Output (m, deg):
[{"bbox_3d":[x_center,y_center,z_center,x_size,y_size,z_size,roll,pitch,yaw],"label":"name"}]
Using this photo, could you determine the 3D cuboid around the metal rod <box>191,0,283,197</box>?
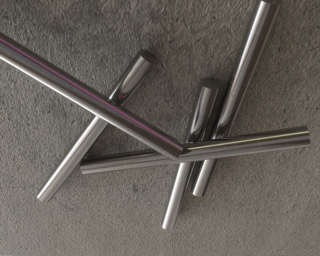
[{"bbox_3d":[0.084,-0.013,0.397,0.025,0.025,0.298,7,130,-6],"label":"metal rod"}]

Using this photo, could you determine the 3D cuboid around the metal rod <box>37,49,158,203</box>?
[{"bbox_3d":[-0.098,0.015,0.418,0.025,0.025,0.299,28,124,-22],"label":"metal rod"}]

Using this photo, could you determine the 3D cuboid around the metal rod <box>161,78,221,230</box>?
[{"bbox_3d":[0.037,0.060,0.458,0.025,0.025,0.298,6,130,-6],"label":"metal rod"}]

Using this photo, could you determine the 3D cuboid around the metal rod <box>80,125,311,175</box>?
[{"bbox_3d":[0.030,0.033,0.404,0.301,0.025,0.025,-10,130,20],"label":"metal rod"}]

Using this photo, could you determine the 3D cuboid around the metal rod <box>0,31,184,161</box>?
[{"bbox_3d":[-0.102,-0.046,0.341,0.301,0.025,0.025,32,123,-16],"label":"metal rod"}]
